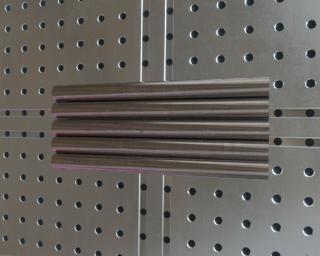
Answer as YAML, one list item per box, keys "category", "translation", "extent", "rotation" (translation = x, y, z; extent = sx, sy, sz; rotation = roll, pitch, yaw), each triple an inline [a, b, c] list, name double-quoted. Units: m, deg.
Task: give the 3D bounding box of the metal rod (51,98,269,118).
- category: "metal rod"
  translation: [-0.013, -0.025, 0.416]
  extent: [0.301, 0.025, 0.025]
  rotation: [1, 90, 19]

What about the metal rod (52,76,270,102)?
- category: "metal rod"
  translation: [-0.012, -0.050, 0.416]
  extent: [0.301, 0.025, 0.025]
  rotation: [1, 90, 19]

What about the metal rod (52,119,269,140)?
- category: "metal rod"
  translation: [-0.013, 0.001, 0.416]
  extent: [0.301, 0.025, 0.025]
  rotation: [1, 90, 19]

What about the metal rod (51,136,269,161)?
- category: "metal rod"
  translation: [-0.013, 0.026, 0.416]
  extent: [0.301, 0.025, 0.025]
  rotation: [1, 90, 19]

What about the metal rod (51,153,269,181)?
- category: "metal rod"
  translation: [-0.013, 0.050, 0.416]
  extent: [0.301, 0.025, 0.025]
  rotation: [0, 90, 19]
